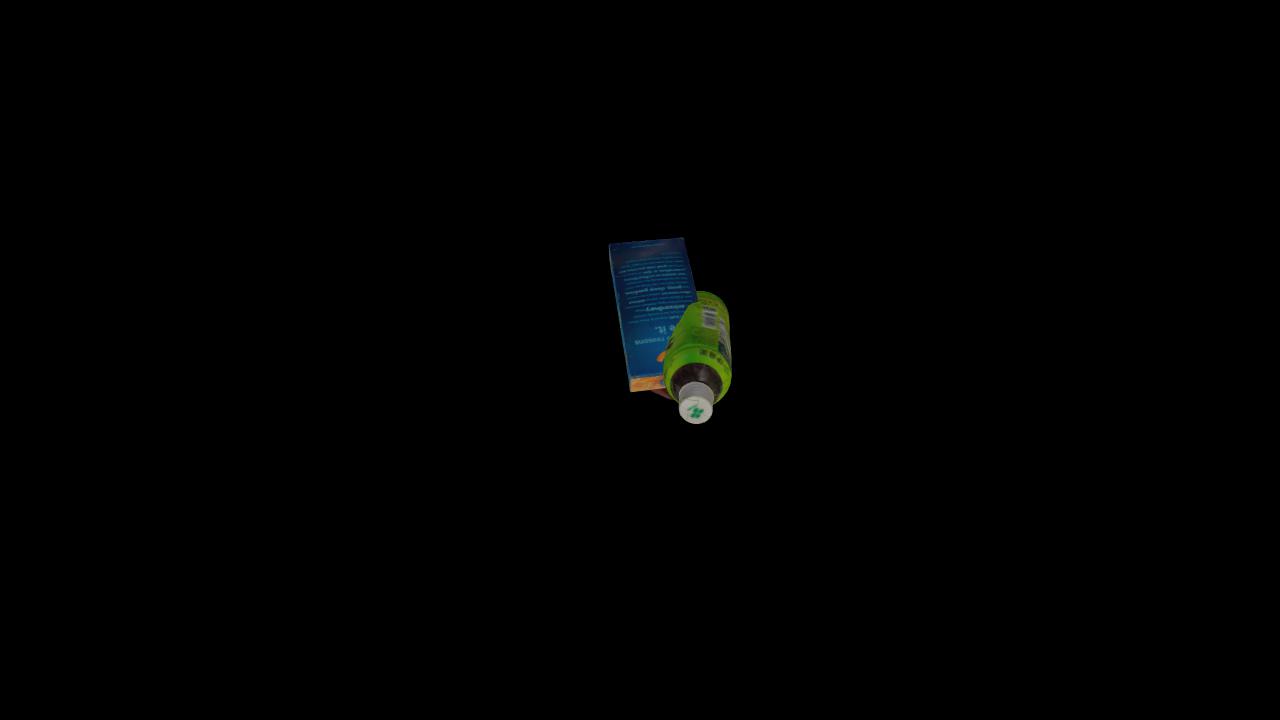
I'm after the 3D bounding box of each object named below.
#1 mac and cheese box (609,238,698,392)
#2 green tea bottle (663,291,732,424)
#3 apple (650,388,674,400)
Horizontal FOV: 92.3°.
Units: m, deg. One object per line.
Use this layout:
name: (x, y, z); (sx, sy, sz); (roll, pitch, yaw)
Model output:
mac and cheese box: (0.021, -0.056, 0.698); (0.093, 0.184, 0.041); (-6, -30, -6)
green tea bottle: (0.061, -0.005, 0.641); (0.073, 0.073, 0.212); (0, 26, 7)
apple: (0.025, -0.001, 0.706); (0.079, 0.093, 0.079); (-30, 25, 16)
